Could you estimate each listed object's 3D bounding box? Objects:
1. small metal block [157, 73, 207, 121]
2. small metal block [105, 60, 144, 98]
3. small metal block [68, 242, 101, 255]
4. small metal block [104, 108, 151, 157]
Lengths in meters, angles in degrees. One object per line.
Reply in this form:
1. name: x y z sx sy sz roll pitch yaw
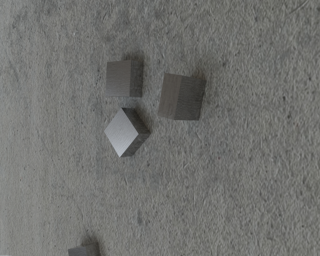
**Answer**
1. small metal block: 0.027 -0.036 0.367 0.025 0.050 0.050 16 101 39
2. small metal block: -0.052 -0.070 0.448 0.050 0.025 0.050 6 94 40
3. small metal block: -0.121 0.218 0.505 0.050 0.025 0.050 -24 75 37
4. small metal block: -0.048 0.006 0.444 0.050 0.025 0.050 -50 61 28
